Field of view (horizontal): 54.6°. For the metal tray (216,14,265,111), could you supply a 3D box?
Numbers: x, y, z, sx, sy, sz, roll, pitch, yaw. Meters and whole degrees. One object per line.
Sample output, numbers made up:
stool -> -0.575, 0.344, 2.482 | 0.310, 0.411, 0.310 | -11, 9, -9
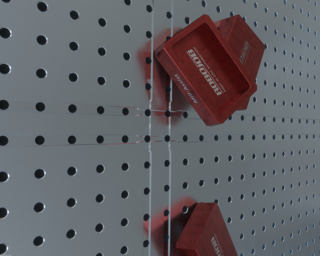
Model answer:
metal tray -> 0.122, -0.104, 0.506 | 0.090, 0.030, 0.130 | 33, 70, -35

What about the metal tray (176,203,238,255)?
metal tray -> 0.075, 0.186, 0.451 | 0.090, 0.030, 0.130 | -46, 119, -50

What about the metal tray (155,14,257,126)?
metal tray -> 0.066, -0.079, 0.429 | 0.090, 0.030, 0.130 | -41, 100, -23
